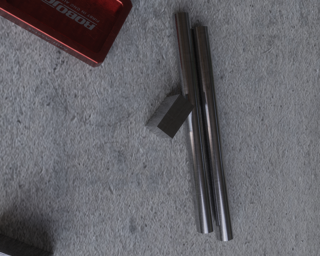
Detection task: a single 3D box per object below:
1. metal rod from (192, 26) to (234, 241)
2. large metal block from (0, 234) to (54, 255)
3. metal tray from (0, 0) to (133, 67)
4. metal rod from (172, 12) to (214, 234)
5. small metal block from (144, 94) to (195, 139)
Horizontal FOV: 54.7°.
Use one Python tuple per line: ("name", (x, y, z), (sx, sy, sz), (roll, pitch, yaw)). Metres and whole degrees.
("metal rod", (0.074, 0.010, 0.437), (0.025, 0.025, 0.298), (-8, 93, -20))
("large metal block", (-0.171, 0.168, 0.333), (0.080, 0.050, 0.080), (31, 80, -18))
("metal tray", (-0.110, -0.143, 0.365), (0.131, 0.030, 0.090), (28, 81, -18))
("metal rod", (0.046, -0.005, 0.427), (0.025, 0.025, 0.298), (-8, 93, -20))
("small metal block", (0.011, -0.014, 0.401), (0.025, 0.050, 0.050), (39, 78, -16))
